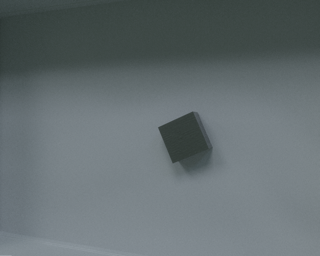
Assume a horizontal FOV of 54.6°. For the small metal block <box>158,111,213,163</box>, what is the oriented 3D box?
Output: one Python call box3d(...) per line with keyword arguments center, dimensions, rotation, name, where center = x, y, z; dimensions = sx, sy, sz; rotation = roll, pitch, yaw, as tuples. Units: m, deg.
box3d(center=(0.033, 0.012, 0.399), dimensions=(0.050, 0.025, 0.050), rotation=(-25, 82, 18), name="small metal block")
